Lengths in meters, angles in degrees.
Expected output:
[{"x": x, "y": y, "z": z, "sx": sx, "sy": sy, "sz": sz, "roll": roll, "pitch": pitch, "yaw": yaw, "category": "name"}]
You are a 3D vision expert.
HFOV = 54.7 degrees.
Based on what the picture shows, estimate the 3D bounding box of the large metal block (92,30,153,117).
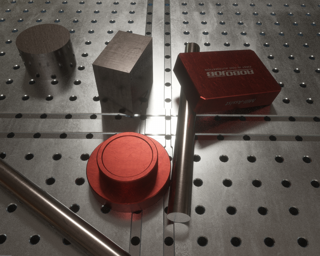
[{"x": -0.048, "y": -0.077, "z": 0.436, "sx": 0.050, "sy": 0.080, "sz": 0.080, "roll": 15, "pitch": 52, "yaw": 12, "category": "large metal block"}]

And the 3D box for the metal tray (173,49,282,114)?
[{"x": 0.095, "y": -0.070, "z": 0.444, "sx": 0.131, "sy": 0.030, "sz": 0.090, "roll": -8, "pitch": 55, "yaw": -21, "category": "metal tray"}]

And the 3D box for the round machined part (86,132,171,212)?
[{"x": -0.036, "y": 0.043, "z": 0.360, "sx": 0.099, "sy": 0.042, "sz": 0.098, "roll": 0, "pitch": 50, "yaw": 0, "category": "round machined part"}]

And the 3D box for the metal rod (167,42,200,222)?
[{"x": 0.037, "y": -0.019, "z": 0.424, "sx": 0.025, "sy": 0.025, "sz": 0.300, "roll": 5, "pitch": 50, "yaw": 4, "category": "metal rod"}]

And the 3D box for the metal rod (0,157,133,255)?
[{"x": -0.131, "y": 0.081, "z": 0.337, "sx": 0.300, "sy": 0.025, "sz": 0.025, "roll": 28, "pitch": 55, "yaw": 21, "category": "metal rod"}]

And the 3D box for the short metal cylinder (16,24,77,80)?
[{"x": -0.178, "y": -0.121, "z": 0.491, "sx": 0.081, "sy": 0.050, "sz": 0.080, "roll": 0, "pitch": 50, "yaw": 0, "category": "short metal cylinder"}]
